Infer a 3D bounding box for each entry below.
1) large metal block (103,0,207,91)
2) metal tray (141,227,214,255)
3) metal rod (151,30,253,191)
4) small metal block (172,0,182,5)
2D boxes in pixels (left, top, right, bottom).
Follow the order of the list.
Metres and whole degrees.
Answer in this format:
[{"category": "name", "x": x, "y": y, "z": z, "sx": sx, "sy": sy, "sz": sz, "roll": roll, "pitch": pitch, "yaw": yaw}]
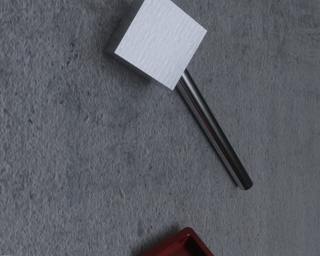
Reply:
[{"category": "large metal block", "x": -0.006, "y": -0.101, "z": 0.361, "sx": 0.080, "sy": 0.050, "sz": 0.080, "roll": 30, "pitch": 90, "yaw": -28}, {"category": "metal tray", "x": 0.042, "y": 0.197, "z": 0.379, "sx": 0.091, "sy": 0.130, "sz": 0.030, "roll": -17, "pitch": 142, "yaw": -39}, {"category": "metal rod", "x": 0.069, "y": -0.014, "z": 0.462, "sx": 0.025, "sy": 0.025, "sz": 0.299, "roll": -50, "pitch": 119, "yaw": -28}, {"category": "small metal block", "x": 0.012, "y": -0.193, "z": 0.414, "sx": 0.050, "sy": 0.025, "sz": 0.050, "roll": 51, "pitch": 60, "yaw": -28}]
